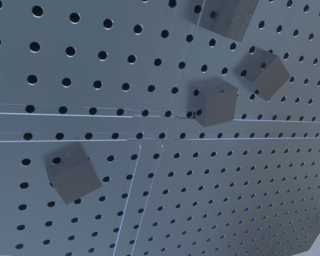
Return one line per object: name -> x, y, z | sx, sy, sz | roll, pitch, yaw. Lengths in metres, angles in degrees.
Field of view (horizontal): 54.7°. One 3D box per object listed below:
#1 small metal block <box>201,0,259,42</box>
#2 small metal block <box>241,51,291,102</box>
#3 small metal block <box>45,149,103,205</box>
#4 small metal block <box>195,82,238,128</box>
small metal block -> 0.080, -0.133, 0.358 | 0.025, 0.050, 0.050 | 6, 116, -31
small metal block -> 0.155, -0.075, 0.452 | 0.050, 0.025, 0.050 | -48, 129, 5
small metal block -> -0.108, 0.062, 0.392 | 0.050, 0.025, 0.050 | -26, 128, -12
small metal block -> 0.079, -0.033, 0.436 | 0.050, 0.025, 0.050 | -13, 124, -21
